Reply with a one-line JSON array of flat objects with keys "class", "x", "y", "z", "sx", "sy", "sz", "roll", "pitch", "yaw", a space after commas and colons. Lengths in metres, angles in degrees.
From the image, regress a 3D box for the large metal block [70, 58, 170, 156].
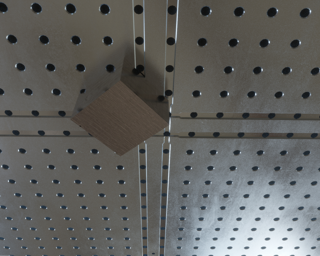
[{"class": "large metal block", "x": -0.046, "y": -0.023, "z": 0.375, "sx": 0.080, "sy": 0.050, "sz": 0.080, "roll": -33, "pitch": 123, "yaw": 24}]
